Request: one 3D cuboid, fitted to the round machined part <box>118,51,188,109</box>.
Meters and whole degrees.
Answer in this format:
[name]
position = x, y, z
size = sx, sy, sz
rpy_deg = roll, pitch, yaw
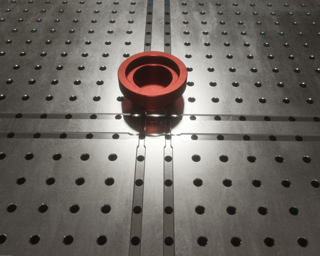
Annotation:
[round machined part]
position = -0.010, -0.066, 0.452
size = 0.099, 0.042, 0.098
rpy_deg = 0, 50, 0
